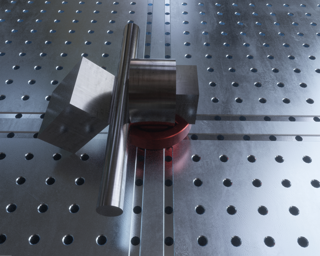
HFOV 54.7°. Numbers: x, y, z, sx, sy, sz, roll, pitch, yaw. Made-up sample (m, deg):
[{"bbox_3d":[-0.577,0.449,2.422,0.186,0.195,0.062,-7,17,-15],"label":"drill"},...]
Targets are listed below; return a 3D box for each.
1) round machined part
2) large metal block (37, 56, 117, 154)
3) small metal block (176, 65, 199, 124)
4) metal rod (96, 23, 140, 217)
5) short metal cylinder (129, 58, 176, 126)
[{"bbox_3d":[-0.008,-0.011,0.404,0.099,0.042,0.098,0,50,0],"label":"round machined part"},{"bbox_3d":[-0.102,-0.027,0.386,0.050,0.080,0.080,30,42,-30],"label":"large metal block"},{"bbox_3d":[0.030,-0.040,0.370,0.025,0.050,0.050,1,50,0],"label":"small metal block"},{"bbox_3d":[-0.045,-0.037,0.384,0.025,0.025,0.300,1,50,0],"label":"metal rod"},{"bbox_3d":[-0.008,-0.042,0.368,0.050,0.080,0.080,1,50,0],"label":"short metal cylinder"}]
